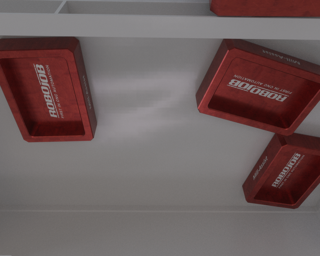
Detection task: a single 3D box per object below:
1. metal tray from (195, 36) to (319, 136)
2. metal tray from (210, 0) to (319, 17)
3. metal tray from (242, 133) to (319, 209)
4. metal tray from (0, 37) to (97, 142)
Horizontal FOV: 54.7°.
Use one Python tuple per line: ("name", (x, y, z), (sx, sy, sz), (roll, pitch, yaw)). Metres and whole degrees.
("metal tray", (0.119, -0.045, 0.367), (0.131, 0.030, 0.089), (14, 129, -12))
("metal tray", (0.079, -0.139, 0.224), (0.091, 0.130, 0.030), (0, 154, -1))
("metal tray", (0.192, 0.067, 0.464), (0.091, 0.030, 0.129), (10, 130, -9))
("metal tray", (-0.132, -0.041, 0.369), (0.091, 0.030, 0.129), (-2, 130, 1))
